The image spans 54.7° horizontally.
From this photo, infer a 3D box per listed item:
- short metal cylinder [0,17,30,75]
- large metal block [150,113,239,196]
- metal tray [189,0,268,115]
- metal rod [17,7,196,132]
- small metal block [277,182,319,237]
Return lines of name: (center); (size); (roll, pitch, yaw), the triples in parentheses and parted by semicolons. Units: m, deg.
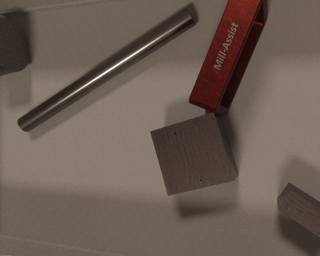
short metal cylinder: (-0.246, -0.120, 0.466); (0.050, 0.080, 0.080); (-8, 87, 19)
large metal block: (0.044, 0.031, 0.381); (0.080, 0.050, 0.080); (-17, 85, 19)
metal tray: (0.080, -0.080, 0.347); (0.030, 0.090, 0.129); (24, 98, 18)
metal rod: (-0.086, -0.074, 0.439); (0.300, 0.025, 0.025); (-29, 81, 17)
small metal block: (0.159, 0.089, 0.341); (0.050, 0.050, 0.025); (34, 101, 16)
